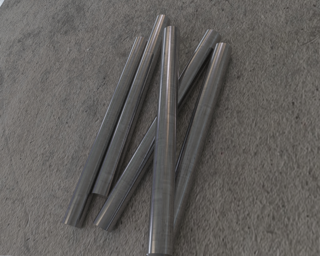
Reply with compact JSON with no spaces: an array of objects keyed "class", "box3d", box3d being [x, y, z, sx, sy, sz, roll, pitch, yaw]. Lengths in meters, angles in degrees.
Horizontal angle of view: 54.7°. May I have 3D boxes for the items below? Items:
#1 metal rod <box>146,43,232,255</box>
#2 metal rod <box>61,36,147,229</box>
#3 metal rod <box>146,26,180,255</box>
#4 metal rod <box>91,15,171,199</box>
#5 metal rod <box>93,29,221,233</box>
[{"class":"metal rod","box3d":[0.039,0.022,0.369,0.025,0.025,0.300,6,65,31]},{"class":"metal rod","box3d":[-0.070,-0.009,0.446,0.025,0.025,0.300,3,63,30]},{"class":"metal rod","box3d":[0.008,-0.008,0.370,0.025,0.025,0.299,-10,57,23]},{"class":"metal rod","box3d":[-0.034,-0.046,0.449,0.025,0.025,0.300,3,63,29]},{"class":"metal rod","box3d":[0.004,-0.008,0.406,0.025,0.025,0.300,19,72,35]}]
